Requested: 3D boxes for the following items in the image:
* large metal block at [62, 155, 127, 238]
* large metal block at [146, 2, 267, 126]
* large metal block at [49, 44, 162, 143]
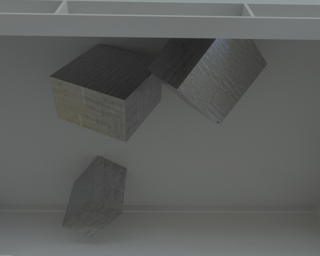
[{"bbox_3d":[-0.095,0.101,0.458,0.050,0.080,0.080,30,124,-23],"label":"large metal block"},{"bbox_3d":[0.048,-0.061,0.306,0.080,0.050,0.080,-53,136,3],"label":"large metal block"},{"bbox_3d":[-0.051,-0.040,0.321,0.080,0.080,0.050,19,132,17],"label":"large metal block"}]
